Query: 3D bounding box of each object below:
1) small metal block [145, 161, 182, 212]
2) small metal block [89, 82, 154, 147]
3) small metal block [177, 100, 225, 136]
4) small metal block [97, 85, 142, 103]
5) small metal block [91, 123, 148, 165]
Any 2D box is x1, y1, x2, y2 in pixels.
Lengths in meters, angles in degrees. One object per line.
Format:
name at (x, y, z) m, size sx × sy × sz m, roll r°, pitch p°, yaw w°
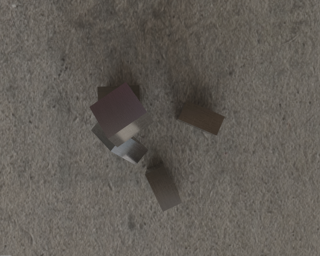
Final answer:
small metal block at (0.004, 0.073, 0.398) m, size 0.025 × 0.050 × 0.050 m, roll -25°, pitch 90°, yaw 0°
small metal block at (-0.043, -0.015, 0.349) m, size 0.050 × 0.025 × 0.050 m, roll -35°, pitch 60°, yaw -1°
small metal block at (0.050, -0.012, 0.398) m, size 0.050 × 0.050 × 0.025 m, roll 23°, pitch 90°, yaw -1°
small metal block at (-0.050, -0.038, 0.397) m, size 0.050 × 0.050 × 0.025 m, roll -2°, pitch 91°, yaw -1°
small metal block at (-0.050, 0.015, 0.387) m, size 0.025 × 0.050 × 0.050 m, roll -51°, pitch 49°, yaw 0°
